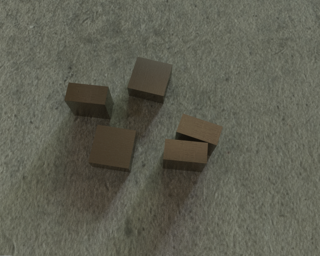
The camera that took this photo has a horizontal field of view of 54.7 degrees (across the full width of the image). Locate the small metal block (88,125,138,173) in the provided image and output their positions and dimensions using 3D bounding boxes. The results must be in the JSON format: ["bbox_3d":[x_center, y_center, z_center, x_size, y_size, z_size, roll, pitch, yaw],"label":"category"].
[{"bbox_3d":[-0.059,0.027,0.398,0.050,0.025,0.050,9,70,3],"label":"small metal block"}]

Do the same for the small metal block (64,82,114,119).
[{"bbox_3d":[-0.091,-0.034,0.406,0.050,0.050,0.025,6,70,2],"label":"small metal block"}]

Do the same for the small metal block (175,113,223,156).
[{"bbox_3d":[0.047,0.010,0.392,0.050,0.050,0.025,19,71,6],"label":"small metal block"}]

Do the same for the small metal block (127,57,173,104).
[{"bbox_3d":[-0.013,-0.067,0.432,0.050,0.025,0.050,14,70,4],"label":"small metal block"}]

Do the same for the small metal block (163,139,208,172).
[{"bbox_3d":[0.030,0.035,0.382,0.050,0.050,0.025,6,70,2],"label":"small metal block"}]
